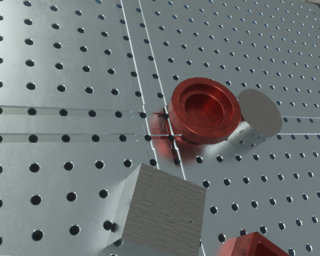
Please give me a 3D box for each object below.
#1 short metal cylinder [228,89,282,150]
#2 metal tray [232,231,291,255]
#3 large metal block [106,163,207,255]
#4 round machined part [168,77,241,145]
[{"bbox_3d":[0.137,-0.013,0.473,0.081,0.050,0.080,14,56,-21],"label":"short metal cylinder"},{"bbox_3d":[0.115,0.197,0.346,0.090,0.030,0.130,37,51,-4],"label":"metal tray"},{"bbox_3d":[-0.002,0.095,0.333,0.080,0.050,0.080,24,53,-14],"label":"large metal block"},{"bbox_3d":[0.059,-0.020,0.433,0.099,0.042,0.098,7,58,-11],"label":"round machined part"}]
